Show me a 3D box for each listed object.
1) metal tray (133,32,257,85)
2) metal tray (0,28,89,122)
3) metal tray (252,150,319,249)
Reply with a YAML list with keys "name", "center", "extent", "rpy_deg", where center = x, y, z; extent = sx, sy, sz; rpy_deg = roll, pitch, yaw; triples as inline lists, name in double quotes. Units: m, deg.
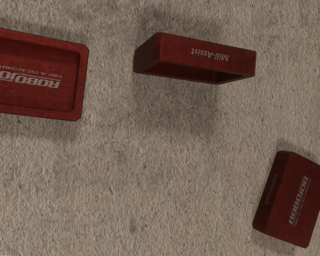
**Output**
- name: "metal tray"
  center: [0.041, -0.082, 0.390]
  extent: [0.131, 0.090, 0.030]
  rpy_deg: [5, 89, -20]
- name: "metal tray"
  center: [-0.153, -0.059, 0.350]
  extent: [0.131, 0.030, 0.089]
  rpy_deg: [7, 88, -20]
- name: "metal tray"
  center: [0.208, 0.111, 0.486]
  extent: [0.090, 0.030, 0.130]
  rpy_deg: [25, 82, -19]
